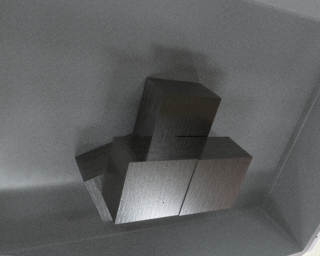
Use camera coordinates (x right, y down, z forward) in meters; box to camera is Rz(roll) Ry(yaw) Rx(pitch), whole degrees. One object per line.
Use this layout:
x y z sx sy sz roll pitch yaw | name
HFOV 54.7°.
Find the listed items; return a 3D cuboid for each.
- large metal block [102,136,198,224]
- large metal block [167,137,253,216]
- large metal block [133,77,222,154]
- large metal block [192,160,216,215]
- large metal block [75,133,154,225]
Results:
-0.014 0.056 0.353 0.081 0.050 0.079 1 118 -29 | large metal block
0.057 0.058 0.391 0.081 0.050 0.079 1 118 -29 | large metal block
0.020 -0.014 0.392 0.081 0.050 0.079 1 118 -29 | large metal block
0.040 0.070 0.454 0.080 0.050 0.080 -47 129 5 | large metal block
-0.053 0.065 0.402 0.081 0.050 0.080 -24 127 -14 | large metal block
